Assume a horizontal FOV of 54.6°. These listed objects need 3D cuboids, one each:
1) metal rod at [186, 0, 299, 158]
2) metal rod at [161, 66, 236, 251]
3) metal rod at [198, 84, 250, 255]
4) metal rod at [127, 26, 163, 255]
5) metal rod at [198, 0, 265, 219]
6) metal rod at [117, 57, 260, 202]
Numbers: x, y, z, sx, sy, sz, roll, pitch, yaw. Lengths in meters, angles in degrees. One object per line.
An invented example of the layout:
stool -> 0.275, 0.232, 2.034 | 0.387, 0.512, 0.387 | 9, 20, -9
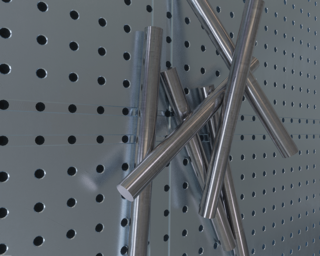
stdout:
metal rod -> 0.109, -0.090, 0.441 | 0.025, 0.025, 0.299 | -34, 93, -35
metal rod -> 0.060, 0.056, 0.458 | 0.025, 0.025, 0.299 | -32, 110, -35
metal rod -> 0.104, 0.079, 0.495 | 0.025, 0.025, 0.298 | -23, 105, -38
metal rod -> -0.019, 0.022, 0.392 | 0.025, 0.025, 0.299 | 7, 86, -40
metal rod -> 0.096, -0.020, 0.425 | 0.025, 0.025, 0.298 | 4, 101, -40
metal rod -> 0.055, -0.016, 0.419 | 0.301, 0.025, 0.025 | -43, 116, -32
